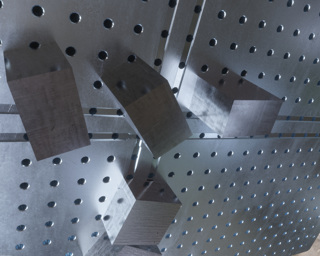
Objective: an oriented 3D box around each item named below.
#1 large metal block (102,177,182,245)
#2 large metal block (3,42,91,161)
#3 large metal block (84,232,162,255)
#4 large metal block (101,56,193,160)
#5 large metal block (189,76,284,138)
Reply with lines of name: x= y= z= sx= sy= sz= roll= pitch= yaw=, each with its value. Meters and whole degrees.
large metal block: x=-0.027 y=0.125 z=0.459 sx=0.081 sy=0.050 sz=0.080 roll=15 pitch=110 yaw=-35
large metal block: x=-0.109 y=-0.029 z=0.299 sx=0.050 sy=0.080 sz=0.079 roll=-18 pitch=126 yaw=-19
large metal block: x=-0.059 y=0.202 z=0.490 sx=0.080 sy=0.050 sz=0.080 roll=34 pitch=99 yaw=-39
large metal block: x=-0.015 y=-0.025 z=0.353 sx=0.050 sy=0.080 sz=0.080 roll=-34 pitch=129 yaw=-7
large metal block: x=0.098 y=-0.030 z=0.413 sx=0.081 sy=0.080 sz=0.050 roll=-2 pitch=120 yaw=-28
